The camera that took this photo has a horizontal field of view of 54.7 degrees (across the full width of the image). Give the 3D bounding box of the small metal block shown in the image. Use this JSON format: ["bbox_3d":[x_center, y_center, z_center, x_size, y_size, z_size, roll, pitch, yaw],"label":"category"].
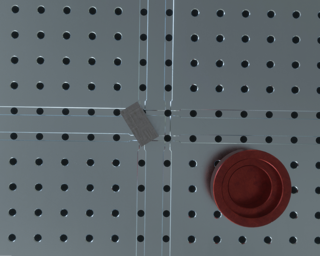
[{"bbox_3d":[-0.025,-0.005,0.401,0.025,0.050,0.050,-32,90,0],"label":"small metal block"}]

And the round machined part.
[{"bbox_3d":[0.115,0.076,0.407,0.099,0.042,0.097,0,90,-1],"label":"round machined part"}]
